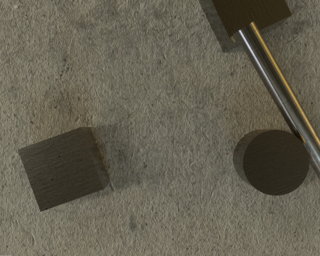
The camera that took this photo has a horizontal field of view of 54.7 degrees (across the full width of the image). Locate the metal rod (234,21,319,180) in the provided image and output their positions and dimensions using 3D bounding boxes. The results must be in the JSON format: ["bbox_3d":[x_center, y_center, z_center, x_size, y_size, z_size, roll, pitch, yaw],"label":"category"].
[{"bbox_3d":[0.180,0.005,0.386,0.025,0.025,0.299,-34,100,0],"label":"metal rod"}]

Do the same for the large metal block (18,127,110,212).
[{"bbox_3d":[-0.119,0.050,0.397,0.080,0.050,0.080,-20,90,0],"label":"large metal block"}]

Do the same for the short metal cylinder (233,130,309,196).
[{"bbox_3d":[0.140,0.042,0.399,0.081,0.050,0.080,0,90,0],"label":"short metal cylinder"}]

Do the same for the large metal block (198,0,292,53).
[{"bbox_3d":[0.106,-0.155,0.398,0.080,0.050,0.080,-25,90,0],"label":"large metal block"}]
